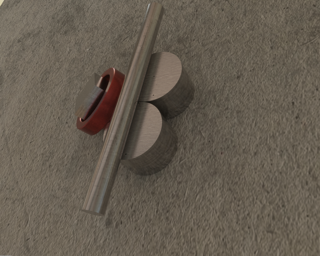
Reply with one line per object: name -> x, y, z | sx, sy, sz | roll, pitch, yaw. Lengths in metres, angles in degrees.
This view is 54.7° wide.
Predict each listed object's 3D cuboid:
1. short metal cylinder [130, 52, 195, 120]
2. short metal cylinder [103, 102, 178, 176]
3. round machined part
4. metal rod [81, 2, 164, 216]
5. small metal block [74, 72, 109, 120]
short metal cylinder -> 0.001, -0.057, 0.424 | 0.080, 0.050, 0.080 | -13, 56, 21
short metal cylinder -> -0.024, 0.014, 0.393 | 0.080, 0.050, 0.080 | -13, 55, 20
round machined part -> -0.074, -0.032, 0.437 | 0.098, 0.042, 0.098 | -42, 31, 33
metal rod -> -0.038, -0.043, 0.388 | 0.025, 0.025, 0.300 | -1, 61, 28
small metal block -> -0.093, -0.042, 0.428 | 0.050, 0.025, 0.050 | -51, 27, 16
